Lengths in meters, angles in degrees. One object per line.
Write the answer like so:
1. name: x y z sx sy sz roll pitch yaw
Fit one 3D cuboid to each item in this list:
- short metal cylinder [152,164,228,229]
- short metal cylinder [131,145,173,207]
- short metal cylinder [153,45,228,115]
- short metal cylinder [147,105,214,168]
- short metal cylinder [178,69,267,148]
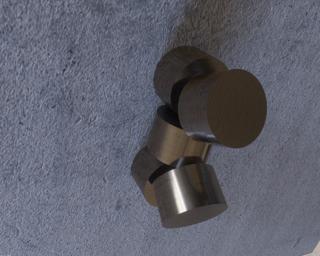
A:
1. short metal cylinder: 0.035 0.084 0.378 0.081 0.050 0.080 -13 150 -7
2. short metal cylinder: 0.005 0.063 0.434 0.081 0.050 0.079 -14 124 -21
3. short metal cylinder: 0.038 -0.055 0.379 0.081 0.050 0.079 -14 124 -21
4. short metal cylinder: 0.029 0.009 0.395 0.081 0.080 0.050 1 118 -29
5. short metal cylinder: 0.067 -0.020 0.332 0.081 0.050 0.079 -2 94 -29
